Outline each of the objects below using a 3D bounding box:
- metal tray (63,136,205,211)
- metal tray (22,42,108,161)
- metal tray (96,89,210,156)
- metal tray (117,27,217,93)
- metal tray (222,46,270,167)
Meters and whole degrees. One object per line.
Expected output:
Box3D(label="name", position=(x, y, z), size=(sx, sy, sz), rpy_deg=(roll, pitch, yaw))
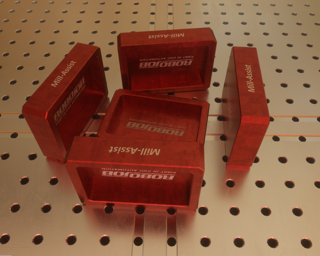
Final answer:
Box3D(label="metal tray", position=(-0.023, 0.050, 0.324), size=(0.131, 0.090, 0.030), rpy_deg=(3, 50, 3))
Box3D(label="metal tray", position=(-0.111, -0.035, 0.394), size=(0.030, 0.090, 0.130), rpy_deg=(14, 51, 12))
Box3D(label="metal tray", position=(-0.005, -0.003, 0.406), size=(0.131, 0.030, 0.090), rpy_deg=(9, 50, 7))
Box3D(label="metal tray", position=(0.009, -0.093, 0.443), size=(0.131, 0.090, 0.030), rpy_deg=(-5, 50, -4))
Box3D(label="metal tray", position=(0.103, -0.029, 0.390), size=(0.030, 0.090, 0.130), rpy_deg=(4, 50, 3))
